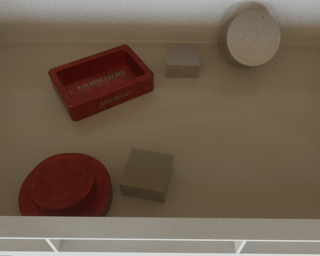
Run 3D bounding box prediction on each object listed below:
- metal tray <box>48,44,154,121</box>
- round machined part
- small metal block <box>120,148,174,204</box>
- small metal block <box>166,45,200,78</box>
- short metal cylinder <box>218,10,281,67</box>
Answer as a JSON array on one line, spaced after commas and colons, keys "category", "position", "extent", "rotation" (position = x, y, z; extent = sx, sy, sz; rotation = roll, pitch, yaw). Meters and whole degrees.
[{"category": "metal tray", "position": [-0.086, -0.071, 0.460], "extent": [0.131, 0.030, 0.090], "rotation": [-25, 54, -20]}, {"category": "round machined part", "position": [-0.103, 0.066, 0.337], "extent": [0.099, 0.042, 0.098], "rotation": [0, 50, 0]}, {"category": "small metal block", "position": [-0.014, 0.055, 0.359], "extent": [0.050, 0.025, 0.050], "rotation": [10, 51, 8]}, {"category": "small metal block", "position": [0.036, -0.106, 0.495], "extent": [0.050, 0.025, 0.050], "rotation": [2, 50, 1]}, {"category": "short metal cylinder", "position": [0.135, -0.135, 0.476], "extent": [0.081, 0.079, 0.050], "rotation": [-4, 10, -4]}]
